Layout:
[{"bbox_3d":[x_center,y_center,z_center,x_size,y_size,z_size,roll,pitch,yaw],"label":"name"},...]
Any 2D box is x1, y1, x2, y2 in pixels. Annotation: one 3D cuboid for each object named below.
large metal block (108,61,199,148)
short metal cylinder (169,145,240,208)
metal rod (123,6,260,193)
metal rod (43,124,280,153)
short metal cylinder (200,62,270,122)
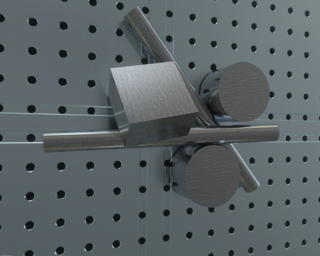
[{"bbox_3d":[-0.012,-0.030,0.372,0.081,0.050,0.080,-11,59,-19],"label":"large metal block"},{"bbox_3d":[0.059,0.061,0.418,0.081,0.050,0.079,0,90,-20],"label":"short metal cylinder"},{"bbox_3d":[0.050,-0.030,0.428,0.025,0.025,0.299,-40,103,-16],"label":"metal rod"},{"bbox_3d":[0.013,0.011,0.396,0.302,0.025,0.025,-2,91,-14],"label":"metal rod"},{"bbox_3d":[0.104,-0.048,0.434,0.081,0.050,0.079,0,90,-20],"label":"short metal cylinder"}]
